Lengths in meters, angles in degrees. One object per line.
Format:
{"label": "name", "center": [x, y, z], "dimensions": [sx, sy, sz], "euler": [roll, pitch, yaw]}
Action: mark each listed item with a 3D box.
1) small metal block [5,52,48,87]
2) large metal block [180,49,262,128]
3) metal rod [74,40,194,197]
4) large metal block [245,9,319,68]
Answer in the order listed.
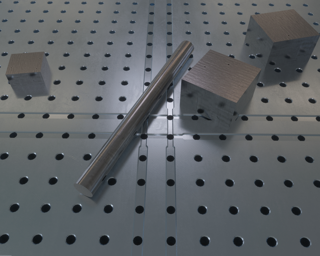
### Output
{"label": "small metal block", "center": [-0.206, -0.092, 0.483], "dimensions": [0.050, 0.025, 0.050], "euler": [-6, 50, -5]}
{"label": "large metal block", "center": [0.085, -0.058, 0.440], "dimensions": [0.080, 0.050, 0.080], "euler": [28, 55, 21]}
{"label": "metal rod", "center": [-0.020, -0.033, 0.435], "dimensions": [0.025, 0.025, 0.301], "euler": [21, 53, 16]}
{"label": "large metal block", "center": [0.201, -0.151, 0.520], "dimensions": [0.081, 0.050, 0.080], "euler": [-11, 51, -10]}
